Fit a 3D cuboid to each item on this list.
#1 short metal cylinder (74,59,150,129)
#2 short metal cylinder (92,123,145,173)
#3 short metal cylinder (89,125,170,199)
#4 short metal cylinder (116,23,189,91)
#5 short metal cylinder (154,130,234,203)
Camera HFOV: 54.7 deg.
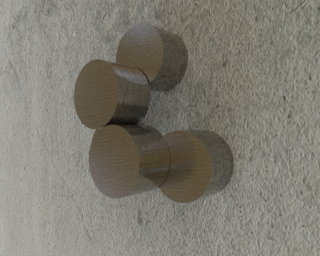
[{"bbox_3d":[-0.058,-0.038,0.372,0.080,0.050,0.080,0,90,40],"label":"short metal cylinder"},{"bbox_3d":[-0.051,0.030,0.432,0.080,0.050,0.080,0,90,40],"label":"short metal cylinder"},{"bbox_3d":[-0.035,0.036,0.353,0.080,0.050,0.080,0,90,39],"label":"short metal cylinder"},{"bbox_3d":[-0.011,-0.088,0.399,0.080,0.050,0.080,0,90,40],"label":"short metal cylinder"},{"bbox_3d":[0.037,0.042,0.359,0.080,0.050,0.080,0,90,40],"label":"short metal cylinder"}]
